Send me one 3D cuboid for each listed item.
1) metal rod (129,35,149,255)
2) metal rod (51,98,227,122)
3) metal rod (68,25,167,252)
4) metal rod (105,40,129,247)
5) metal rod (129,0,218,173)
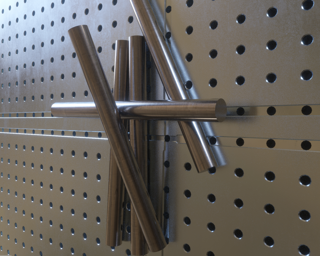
[{"bbox_3d":[-0.030,0.023,0.431,0.025,0.025,0.298,-1,89,39],"label":"metal rod"},{"bbox_3d":[-0.053,-0.024,0.416,0.300,0.025,0.025,3,92,39],"label":"metal rod"},{"bbox_3d":[-0.052,0.018,0.396,0.025,0.025,0.298,-15,97,39],"label":"metal rod"},{"bbox_3d":[-0.060,0.024,0.456,0.025,0.025,0.298,6,94,39],"label":"metal rod"},{"bbox_3d":[0.005,-0.086,0.403,0.025,0.025,0.299,-32,70,35],"label":"metal rod"}]
